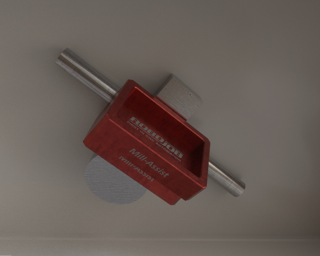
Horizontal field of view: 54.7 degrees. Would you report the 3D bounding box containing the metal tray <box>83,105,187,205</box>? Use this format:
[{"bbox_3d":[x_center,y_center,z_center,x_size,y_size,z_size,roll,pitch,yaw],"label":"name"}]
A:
[{"bbox_3d":[-0.025,0.029,0.386,0.130,0.090,0.030,37,106,-13],"label":"metal tray"}]

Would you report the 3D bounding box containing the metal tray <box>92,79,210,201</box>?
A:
[{"bbox_3d":[-0.002,0.011,0.352,0.130,0.090,0.030,37,123,-13],"label":"metal tray"}]

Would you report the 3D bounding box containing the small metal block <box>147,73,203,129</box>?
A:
[{"bbox_3d":[0.019,-0.033,0.398,0.050,0.025,0.050,39,105,-14],"label":"small metal block"}]

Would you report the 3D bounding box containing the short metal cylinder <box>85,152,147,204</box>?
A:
[{"bbox_3d":[-0.052,0.053,0.409,0.080,0.050,0.079,2,117,4],"label":"short metal cylinder"}]

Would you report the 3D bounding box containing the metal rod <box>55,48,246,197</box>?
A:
[{"bbox_3d":[-0.003,0.000,0.411,0.301,0.025,0.025,37,106,-13],"label":"metal rod"}]
